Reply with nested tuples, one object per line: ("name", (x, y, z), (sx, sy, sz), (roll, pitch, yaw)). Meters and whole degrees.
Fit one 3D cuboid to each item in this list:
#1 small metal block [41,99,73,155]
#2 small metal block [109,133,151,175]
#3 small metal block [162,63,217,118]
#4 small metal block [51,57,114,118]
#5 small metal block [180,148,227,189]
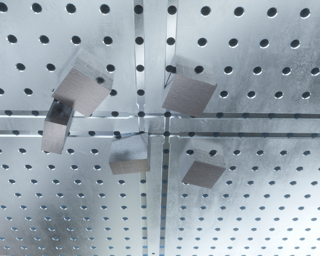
("small metal block", (-0.128, -0.004, 0.390), (0.025, 0.050, 0.050), (14, 129, -12))
("small metal block", (-0.040, 0.035, 0.425), (0.050, 0.050, 0.025), (-6, 130, 4))
("small metal block", (0.034, -0.044, 0.375), (0.050, 0.025, 0.050), (15, 129, -13))
("small metal block", (-0.092, -0.047, 0.370), (0.050, 0.025, 0.050), (32, 123, -25))
("small metal block", (0.064, 0.062, 0.465), (0.050, 0.025, 0.050), (15, 128, -13))
